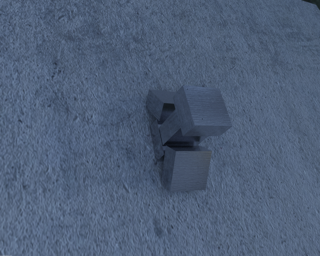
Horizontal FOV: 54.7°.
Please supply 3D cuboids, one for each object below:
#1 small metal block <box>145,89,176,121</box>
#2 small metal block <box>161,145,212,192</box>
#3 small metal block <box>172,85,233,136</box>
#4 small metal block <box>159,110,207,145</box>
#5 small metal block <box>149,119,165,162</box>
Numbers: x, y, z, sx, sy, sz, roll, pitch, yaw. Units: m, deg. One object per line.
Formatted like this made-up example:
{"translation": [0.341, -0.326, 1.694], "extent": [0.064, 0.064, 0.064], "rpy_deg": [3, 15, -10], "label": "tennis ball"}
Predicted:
{"translation": [0.015, -0.030, 0.417], "extent": [0.050, 0.025, 0.050], "rpy_deg": [2, 25, -27], "label": "small metal block"}
{"translation": [0.032, 0.049, 0.378], "extent": [0.050, 0.025, 0.050], "rpy_deg": [2, 101, -28], "label": "small metal block"}
{"translation": [0.047, -0.019, 0.347], "extent": [0.050, 0.025, 0.050], "rpy_deg": [1, 61, -28], "label": "small metal block"}
{"translation": [0.034, -0.001, 0.377], "extent": [0.050, 0.050, 0.025], "rpy_deg": [2, 61, -28], "label": "small metal block"}
{"translation": [0.018, 0.017, 0.407], "extent": [0.050, 0.025, 0.050], "rpy_deg": [2, 61, -27], "label": "small metal block"}
